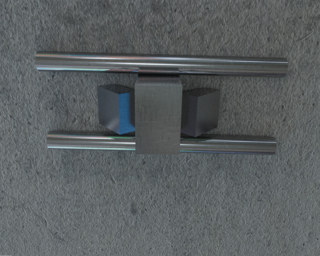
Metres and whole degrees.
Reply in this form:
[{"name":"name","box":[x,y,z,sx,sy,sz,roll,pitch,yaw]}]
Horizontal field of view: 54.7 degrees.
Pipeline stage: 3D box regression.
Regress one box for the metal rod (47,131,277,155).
[{"name":"metal rod","box":[0.003,0.020,0.418,0.302,0.025,0.025,2,110,-1]}]

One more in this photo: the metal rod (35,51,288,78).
[{"name":"metal rod","box":[0.003,-0.078,0.382,0.302,0.025,0.025,1,110,-1]}]

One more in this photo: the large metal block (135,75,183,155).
[{"name":"large metal block","box":[-0.002,-0.021,0.376,0.050,0.080,0.079,1,110,-1]}]

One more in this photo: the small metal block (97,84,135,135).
[{"name":"small metal block","box":[-0.054,-0.025,0.386,0.025,0.050,0.050,-15,116,-37]}]

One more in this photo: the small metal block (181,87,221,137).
[{"name":"small metal block","box":[0.050,-0.021,0.389,0.025,0.050,0.050,17,115,38]}]
